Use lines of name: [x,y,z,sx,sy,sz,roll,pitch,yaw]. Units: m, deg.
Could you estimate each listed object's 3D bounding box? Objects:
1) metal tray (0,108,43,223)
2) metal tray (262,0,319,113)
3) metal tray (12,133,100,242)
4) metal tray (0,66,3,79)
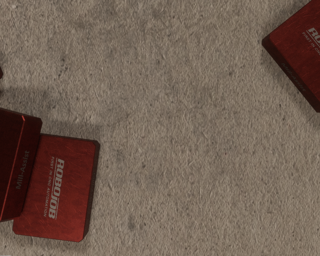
metal tray: [-0.206,0.041,0.388,0.090,0.030,0.129,13,90,22]
metal tray: [0.212,-0.096,0.410,0.090,0.030,0.130,-39,91,-1]
metal tray: [-0.134,0.076,0.406,0.091,0.030,0.129,8,90,-1]
metal tray: [-0.276,-0.113,0.404,0.090,0.030,0.129,-21,90,-1]
